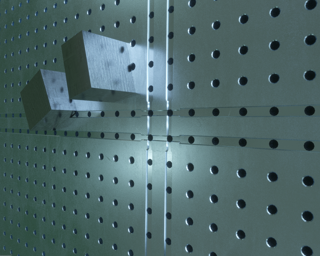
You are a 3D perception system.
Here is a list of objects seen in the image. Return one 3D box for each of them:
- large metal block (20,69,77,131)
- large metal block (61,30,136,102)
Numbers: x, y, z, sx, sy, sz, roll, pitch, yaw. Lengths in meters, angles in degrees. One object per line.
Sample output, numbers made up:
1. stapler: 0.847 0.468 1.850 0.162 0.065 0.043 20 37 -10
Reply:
1. large metal block: -0.204 -0.048 0.563 0.080 0.050 0.080 -33 70 35
2. large metal block: -0.088 -0.084 0.447 0.050 0.081 0.080 -18 79 39
